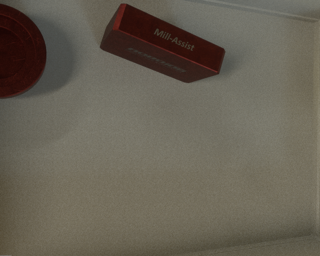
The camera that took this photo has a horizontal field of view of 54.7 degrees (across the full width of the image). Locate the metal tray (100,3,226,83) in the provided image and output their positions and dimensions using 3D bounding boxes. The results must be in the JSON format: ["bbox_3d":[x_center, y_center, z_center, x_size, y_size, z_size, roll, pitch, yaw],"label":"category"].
[{"bbox_3d":[0.000,-0.096,0.376,0.131,0.090,0.030,18,84,-20],"label":"metal tray"}]

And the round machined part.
[{"bbox_3d":[-0.176,-0.080,0.336,0.099,0.042,0.097,0,90,-21],"label":"round machined part"}]
